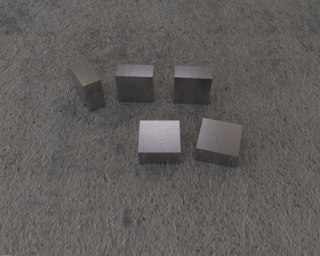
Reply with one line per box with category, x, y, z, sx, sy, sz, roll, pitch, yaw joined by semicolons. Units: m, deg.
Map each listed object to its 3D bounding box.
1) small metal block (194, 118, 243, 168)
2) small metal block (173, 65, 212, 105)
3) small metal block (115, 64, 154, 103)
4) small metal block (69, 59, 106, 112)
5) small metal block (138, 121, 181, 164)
small metal block;0.074;0.018;0.388;0.050;0.025;0.050;11;51;9
small metal block;0.045;-0.060;0.437;0.050;0.050;0.025;3;50;2
small metal block;-0.034;-0.062;0.439;0.050;0.050;0.025;2;50;2
small metal block;-0.102;-0.059;0.436;0.025;0.050;0.050;-26;55;-20
small metal block;0.000;0.018;0.388;0.050;0.025;0.050;0;50;0
